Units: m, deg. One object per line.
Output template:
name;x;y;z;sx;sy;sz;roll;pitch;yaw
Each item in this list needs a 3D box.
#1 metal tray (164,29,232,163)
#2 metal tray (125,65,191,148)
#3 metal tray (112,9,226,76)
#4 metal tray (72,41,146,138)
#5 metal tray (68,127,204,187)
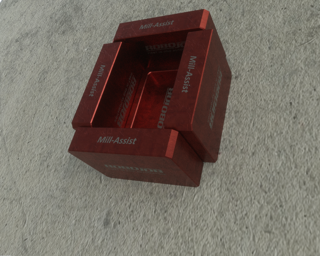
metal tray;0.050;-0.036;0.358;0.030;0.090;0.130;1;62;28
metal tray;0.008;-0.023;0.411;0.090;0.030;0.130;1;62;28
metal tray;0.014;-0.107;0.420;0.130;0.090;0.030;1;63;28
metal tray;-0.058;-0.038;0.415;0.030;0.090;0.130;1;62;28
metal tray;-0.026;0.034;0.355;0.130;0.090;0.030;1;63;28
